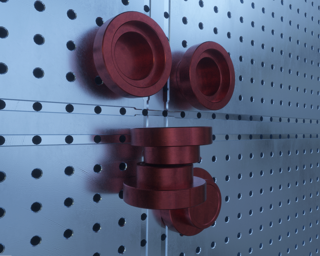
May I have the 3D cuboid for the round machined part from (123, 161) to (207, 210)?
[{"bbox_3d":[0.006,0.063,0.368,0.099,0.098,0.042,-2,92,-40],"label":"round machined part"}]

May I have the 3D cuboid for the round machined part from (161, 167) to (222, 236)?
[{"bbox_3d":[0.051,0.105,0.443,0.099,0.042,0.097,0,90,-40],"label":"round machined part"}]

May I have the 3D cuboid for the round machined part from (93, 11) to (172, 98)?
[{"bbox_3d":[-0.036,-0.084,0.369,0.099,0.042,0.097,0,90,-40],"label":"round machined part"}]

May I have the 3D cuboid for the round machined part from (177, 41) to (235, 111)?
[{"bbox_3d":[0.063,-0.074,0.453,0.099,0.042,0.097,0,90,-40],"label":"round machined part"}]

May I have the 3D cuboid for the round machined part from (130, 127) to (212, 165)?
[{"bbox_3d":[0.014,0.020,0.375,0.099,0.098,0.042,-1,90,-40],"label":"round machined part"}]
